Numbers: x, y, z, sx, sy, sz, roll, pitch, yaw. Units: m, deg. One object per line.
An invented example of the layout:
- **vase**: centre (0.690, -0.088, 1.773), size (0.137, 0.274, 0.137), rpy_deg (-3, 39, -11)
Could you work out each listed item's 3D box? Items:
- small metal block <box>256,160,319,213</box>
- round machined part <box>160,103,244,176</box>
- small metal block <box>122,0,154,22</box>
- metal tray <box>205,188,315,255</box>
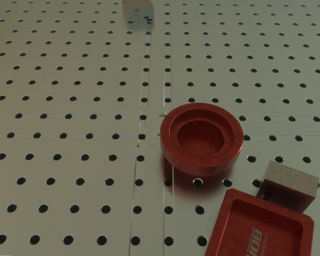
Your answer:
- **small metal block**: centre (0.136, 0.067, 0.337), size (0.050, 0.050, 0.025), rpy_deg (20, 53, 16)
- **round machined part**: centre (0.049, 0.018, 0.382), size (0.099, 0.042, 0.098), rpy_deg (0, 50, 0)
- **small metal block**: centre (-0.043, -0.234, 0.604), size (0.050, 0.025, 0.050), rpy_deg (-13, 52, -12)
- **metal tray**: centre (0.089, 0.131, 0.295), size (0.090, 0.030, 0.130), rpy_deg (19, 52, 14)
